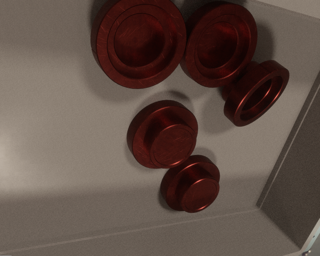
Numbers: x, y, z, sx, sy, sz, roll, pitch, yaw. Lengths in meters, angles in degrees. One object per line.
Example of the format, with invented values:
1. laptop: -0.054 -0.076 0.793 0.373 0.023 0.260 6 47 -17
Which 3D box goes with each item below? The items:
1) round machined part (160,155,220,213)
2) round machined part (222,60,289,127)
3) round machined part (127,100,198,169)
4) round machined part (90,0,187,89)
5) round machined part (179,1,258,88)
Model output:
1. round machined part: 0.054 0.094 0.488 0.099 0.042 0.097 -14 125 -21
2. round machined part: 0.124 -0.052 0.422 0.099 0.042 0.097 -29 148 -20
3. round machined part: 0.009 0.015 0.414 0.099 0.042 0.097 -14 125 -21
4. round machined part: -0.025 -0.094 0.327 0.099 0.042 0.097 -14 125 -21
5. round machined part: 0.064 -0.101 0.372 0.099 0.042 0.097 -14 124 -21
